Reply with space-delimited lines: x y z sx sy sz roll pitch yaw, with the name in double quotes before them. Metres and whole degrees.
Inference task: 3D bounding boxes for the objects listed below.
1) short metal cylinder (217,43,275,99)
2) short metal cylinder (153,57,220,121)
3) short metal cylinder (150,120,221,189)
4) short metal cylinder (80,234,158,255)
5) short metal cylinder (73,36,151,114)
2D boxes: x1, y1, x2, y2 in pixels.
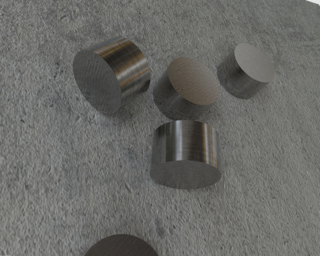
"short metal cylinder" 0.144 -0.095 0.523 0.081 0.050 0.080 14 56 -21
"short metal cylinder" 0.037 -0.053 0.440 0.081 0.050 0.080 14 56 -21
"short metal cylinder" 0.030 0.034 0.364 0.081 0.080 0.050 16 55 -19
"short metal cylinder" -0.041 0.142 0.279 0.081 0.050 0.080 14 56 -21
"short metal cylinder" -0.059 -0.064 0.376 0.080 0.080 0.050 48 51 5
